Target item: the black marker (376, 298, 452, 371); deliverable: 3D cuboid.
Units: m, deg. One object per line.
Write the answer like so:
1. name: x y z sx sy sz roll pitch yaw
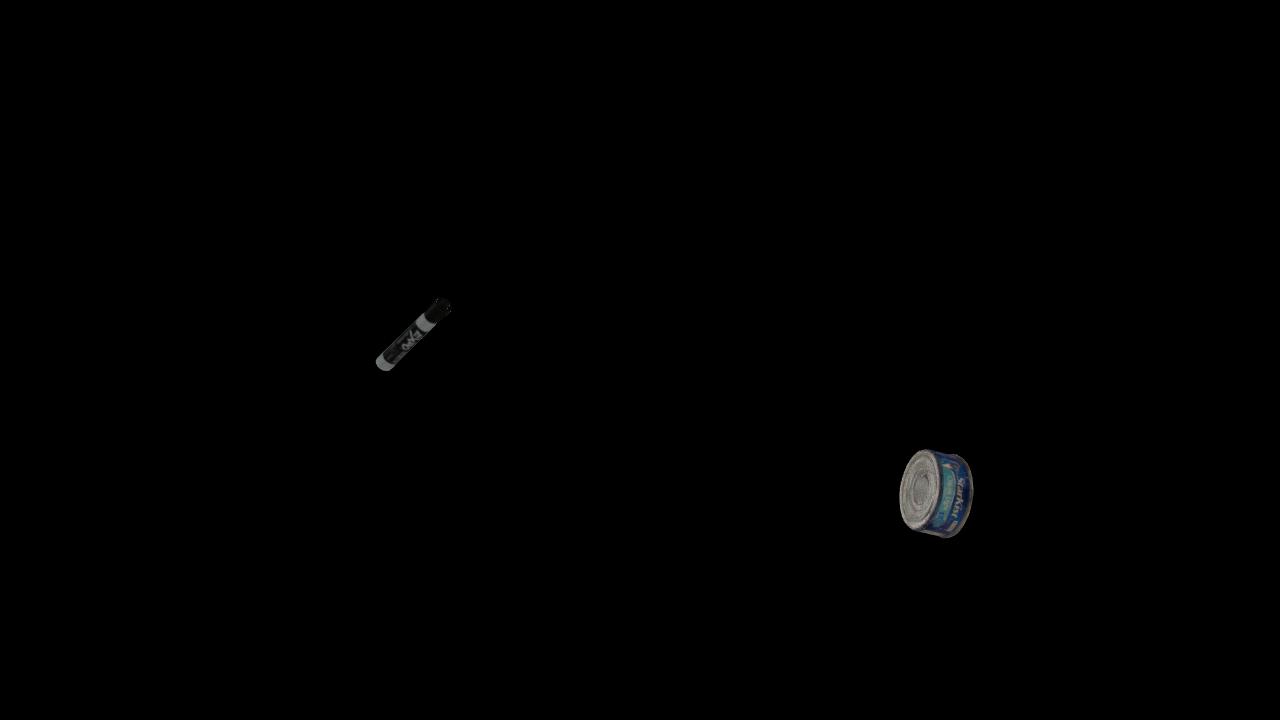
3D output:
1. black marker: -0.232 -0.026 0.632 0.121 0.020 0.020 -36 -19 29

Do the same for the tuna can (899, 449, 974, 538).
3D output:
1. tuna can: 0.294 0.133 0.616 0.034 0.084 0.084 13 0 0
